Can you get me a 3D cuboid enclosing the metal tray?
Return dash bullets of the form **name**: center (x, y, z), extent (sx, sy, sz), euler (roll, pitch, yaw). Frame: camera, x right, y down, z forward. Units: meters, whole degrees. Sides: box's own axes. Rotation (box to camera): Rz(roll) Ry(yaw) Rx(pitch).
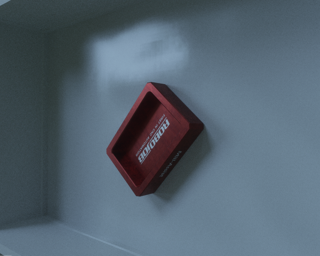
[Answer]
- **metal tray**: center (-0.012, 0.016, 0.414), extent (0.090, 0.030, 0.129), euler (49, 119, 28)
